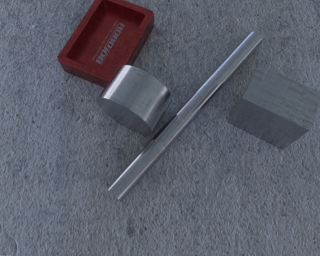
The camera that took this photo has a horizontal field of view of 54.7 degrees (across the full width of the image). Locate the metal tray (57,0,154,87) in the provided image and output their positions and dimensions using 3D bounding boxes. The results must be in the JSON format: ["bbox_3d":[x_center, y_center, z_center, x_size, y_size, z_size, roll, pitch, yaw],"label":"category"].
[{"bbox_3d":[-0.075,-0.127,0.451,0.090,0.030,0.130,23,71,8],"label":"metal tray"}]

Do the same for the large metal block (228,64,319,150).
[{"bbox_3d":[0.140,-0.023,0.388,0.080,0.080,0.050,28,73,9],"label":"large metal block"}]

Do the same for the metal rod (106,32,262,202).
[{"bbox_3d":[0.042,-0.025,0.417,0.025,0.025,0.301,39,74,13],"label":"metal rod"}]

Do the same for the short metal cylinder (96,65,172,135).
[{"bbox_3d":[-0.032,-0.033,0.391,0.080,0.080,0.050,28,73,9],"label":"short metal cylinder"}]
